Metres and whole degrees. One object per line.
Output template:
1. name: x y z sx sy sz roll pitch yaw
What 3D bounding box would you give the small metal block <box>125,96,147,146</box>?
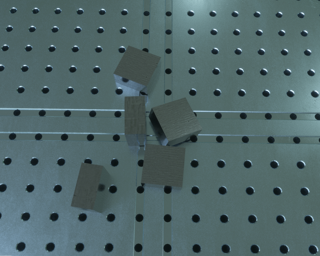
1. small metal block: -0.031 -0.008 0.401 0.025 0.050 0.050 -2 70 -1

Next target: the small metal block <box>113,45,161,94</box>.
1. small metal block: -0.031 -0.083 0.442 0.050 0.025 0.050 22 71 7

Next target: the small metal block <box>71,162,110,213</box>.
1. small metal block: -0.082 0.073 0.371 0.025 0.050 0.050 9 70 3

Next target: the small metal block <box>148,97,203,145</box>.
1. small metal block: 0.020 -0.007 0.409 0.050 0.025 0.050 -19 71 -21

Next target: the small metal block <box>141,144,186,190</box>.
1. small metal block: 0.005 0.050 0.394 0.050 0.025 0.050 6 70 2
